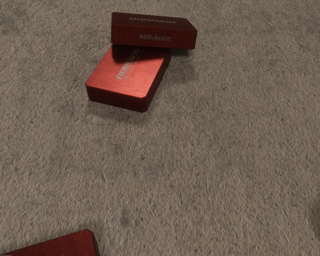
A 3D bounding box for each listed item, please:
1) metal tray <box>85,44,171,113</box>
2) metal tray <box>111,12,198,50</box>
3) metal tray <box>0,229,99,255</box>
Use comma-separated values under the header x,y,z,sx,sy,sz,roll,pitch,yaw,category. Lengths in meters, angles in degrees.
x,y,z,sx,sy,sz,roll,pitch,yaw,category
-0.044,-0.087,0.472,0.090,0.030,0.130,14,51,11,metal tray
-0.013,-0.160,0.505,0.131,0.030,0.090,1,31,-10,metal tray
-0.114,0.153,0.270,0.131,0.030,0.090,-14,52,-12,metal tray
